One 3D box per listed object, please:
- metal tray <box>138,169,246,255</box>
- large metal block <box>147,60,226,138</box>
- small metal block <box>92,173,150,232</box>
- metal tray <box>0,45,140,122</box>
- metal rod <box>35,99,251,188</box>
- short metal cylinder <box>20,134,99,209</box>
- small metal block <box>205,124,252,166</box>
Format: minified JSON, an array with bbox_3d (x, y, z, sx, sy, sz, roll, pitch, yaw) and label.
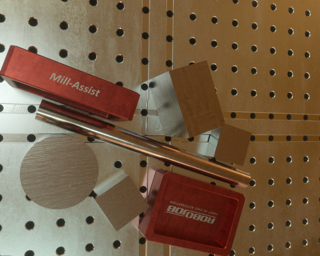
[{"bbox_3d":[0.046,0.117,0.426,0.131,0.030,0.090,19,84,-19],"label":"metal tray"},{"bbox_3d":[0.031,-0.034,0.396,0.050,0.080,0.080,-20,97,-19],"label":"large metal block"},{"bbox_3d":[-0.050,0.093,0.395,0.050,0.025,0.050,-34,101,-17],"label":"small metal block"},{"bbox_3d":[-0.097,-0.042,0.341,0.131,0.090,0.030,20,84,-19],"label":"metal tray"},{"bbox_3d":[-0.008,0.028,0.410,0.302,0.025,0.025,20,83,-19],"label":"metal rod"},{"bbox_3d":[-0.115,0.047,0.356,0.081,0.050,0.080,0,90,-20],"label":"short metal cylinder"},{"bbox_3d":[0.099,0.024,0.449,0.050,0.025,0.050,18,84,-19],"label":"small metal block"}]
